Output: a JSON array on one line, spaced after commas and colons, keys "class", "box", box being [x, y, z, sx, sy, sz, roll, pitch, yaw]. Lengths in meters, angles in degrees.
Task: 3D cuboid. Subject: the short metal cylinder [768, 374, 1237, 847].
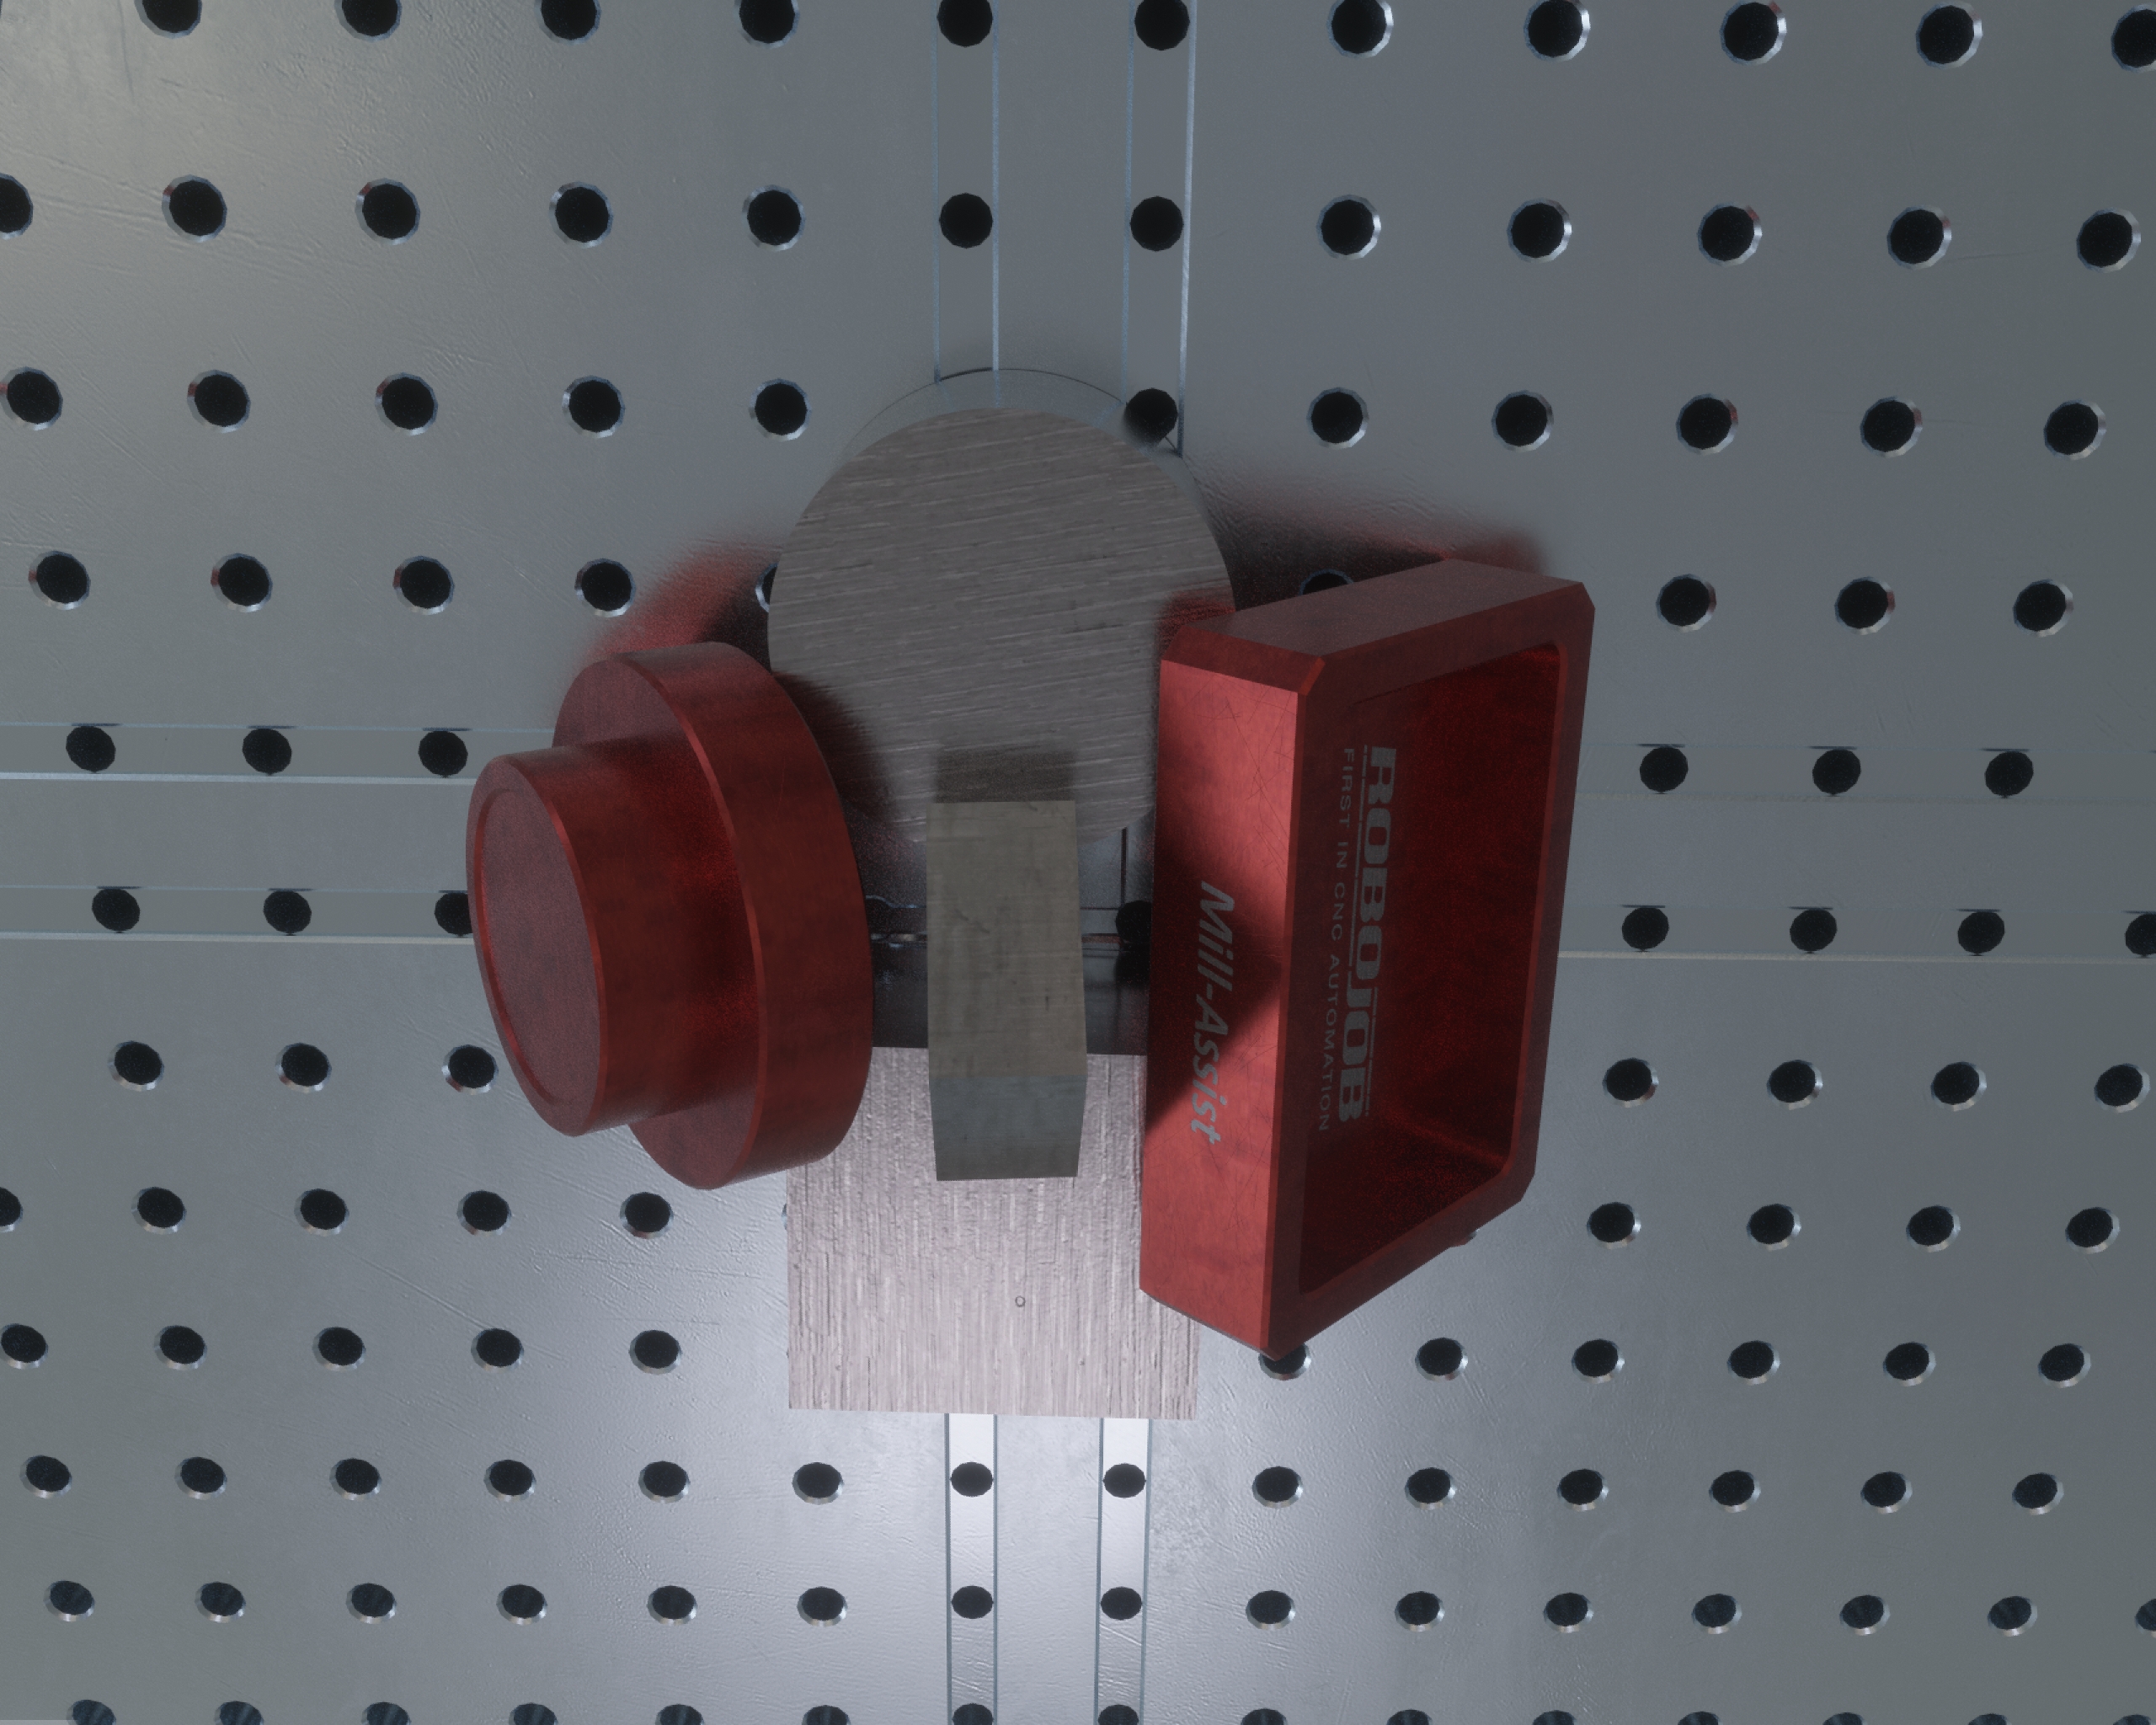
[{"class": "short metal cylinder", "box": [-0.013, -0.046, 0.382, 0.081, 0.050, 0.079, 0, 110, 0]}]

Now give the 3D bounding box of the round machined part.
[{"class": "round machined part", "box": [-0.078, 0.012, 0.374, 0.042, 0.098, 0.097, -11, 114, -32]}]

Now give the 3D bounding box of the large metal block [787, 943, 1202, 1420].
[{"class": "large metal block", "box": [-0.015, 0.063, 0.423, 0.081, 0.050, 0.079, 2, 110, -1]}]

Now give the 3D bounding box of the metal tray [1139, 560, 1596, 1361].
[{"class": "metal tray", "box": [0.054, 0.015, 0.386, 0.030, 0.091, 0.129, 19, 116, 39]}]

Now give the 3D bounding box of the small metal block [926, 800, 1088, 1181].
[{"class": "small metal block", "box": [-0.013, 0.023, 0.363, 0.025, 0.050, 0.050, -1, 152, -3]}]
